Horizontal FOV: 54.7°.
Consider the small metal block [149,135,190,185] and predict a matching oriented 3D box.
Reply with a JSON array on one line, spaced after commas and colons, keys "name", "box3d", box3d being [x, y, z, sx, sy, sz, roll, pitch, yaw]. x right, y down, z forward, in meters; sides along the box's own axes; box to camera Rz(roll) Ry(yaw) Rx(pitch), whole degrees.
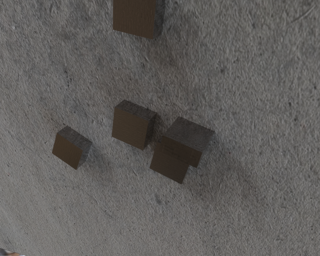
[{"name": "small metal block", "box3d": [0.018, 0.042, 0.423, 0.050, 0.025, 0.050, 25, 128, 12]}]

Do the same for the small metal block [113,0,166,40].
[{"name": "small metal block", "box3d": [-0.023, -0.130, 0.339, 0.050, 0.025, 0.050, 19, 126, 17]}]

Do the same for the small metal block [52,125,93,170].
[{"name": "small metal block", "box3d": [-0.143, 0.032, 0.502, 0.050, 0.025, 0.050, 33, 129, 6]}]

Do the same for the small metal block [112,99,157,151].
[{"name": "small metal block", "box3d": [-0.036, -0.004, 0.423, 0.050, 0.025, 0.050, 23, 127, 14]}]

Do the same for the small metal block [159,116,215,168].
[{"name": "small metal block", "box3d": [0.034, 0.016, 0.383, 0.050, 0.050, 0.025, 24, 127, 13]}]
